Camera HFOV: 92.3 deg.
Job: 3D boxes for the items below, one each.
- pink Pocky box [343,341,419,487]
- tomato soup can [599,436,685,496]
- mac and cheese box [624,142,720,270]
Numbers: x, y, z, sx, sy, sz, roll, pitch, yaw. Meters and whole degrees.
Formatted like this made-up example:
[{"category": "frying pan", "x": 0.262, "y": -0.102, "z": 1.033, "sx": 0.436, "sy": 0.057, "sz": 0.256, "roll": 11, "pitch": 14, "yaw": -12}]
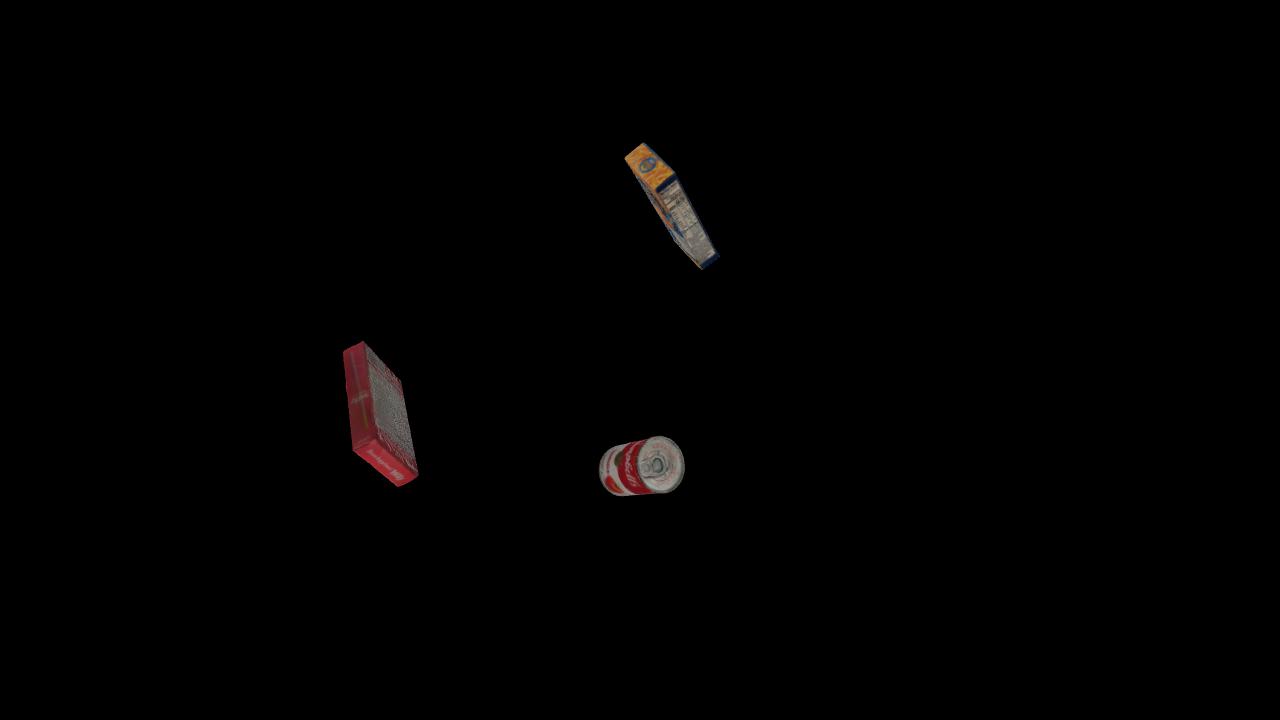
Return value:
[{"category": "pink Pocky box", "x": -0.290, "y": 0.058, "z": 0.686, "sx": 0.029, "sy": 0.155, "sz": 0.084, "roll": -27, "pitch": -40, "yaw": -4}, {"category": "tomato soup can", "x": 0.000, "y": 0.134, "z": 0.764, "sx": 0.068, "sy": 0.068, "sz": 0.101, "roll": 0, "pitch": -13, "yaw": -32}, {"category": "mac and cheese box", "x": 0.049, "y": -0.215, "z": 0.878, "sx": 0.041, "sy": 0.093, "sz": 0.184, "roll": -37, "pitch": -39, "yaw": 5}]
